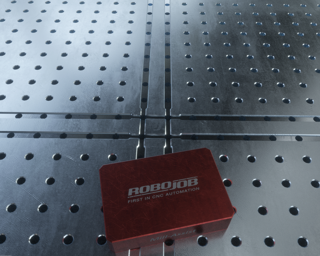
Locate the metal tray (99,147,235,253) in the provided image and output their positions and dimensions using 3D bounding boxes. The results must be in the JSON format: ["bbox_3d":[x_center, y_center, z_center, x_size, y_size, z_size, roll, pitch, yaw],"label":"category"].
[{"bbox_3d":[0.004,0.075,0.341,0.131,0.030,0.090,-9,51,-8],"label":"metal tray"}]
